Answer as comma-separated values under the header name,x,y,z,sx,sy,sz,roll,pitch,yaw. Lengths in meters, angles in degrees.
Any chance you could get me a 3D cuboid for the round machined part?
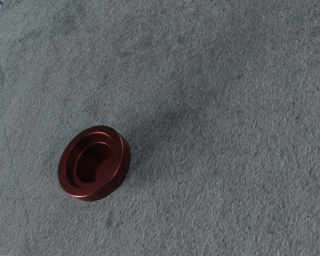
name,x,y,z,sx,sy,sz,roll,pitch,yaw
round machined part,-0.080,0.049,0.406,0.098,0.042,0.098,-13,56,21
